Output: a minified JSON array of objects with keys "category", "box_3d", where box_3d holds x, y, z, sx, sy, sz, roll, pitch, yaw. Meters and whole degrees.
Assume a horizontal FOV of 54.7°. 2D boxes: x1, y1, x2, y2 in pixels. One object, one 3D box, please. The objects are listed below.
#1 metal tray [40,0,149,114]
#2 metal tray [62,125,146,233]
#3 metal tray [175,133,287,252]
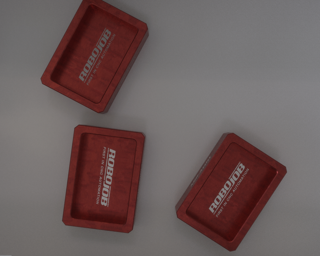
[{"category":"metal tray","box_3d":[-0.083,-0.095,0.407,0.090,0.030,0.130,28,90,0]},{"category":"metal tray","box_3d":[-0.072,0.065,0.408,0.091,0.030,0.129,7,90,0]},{"category":"metal tray","box_3d":[0.092,0.082,0.409,0.090,0.030,0.130,33,90,0]}]
